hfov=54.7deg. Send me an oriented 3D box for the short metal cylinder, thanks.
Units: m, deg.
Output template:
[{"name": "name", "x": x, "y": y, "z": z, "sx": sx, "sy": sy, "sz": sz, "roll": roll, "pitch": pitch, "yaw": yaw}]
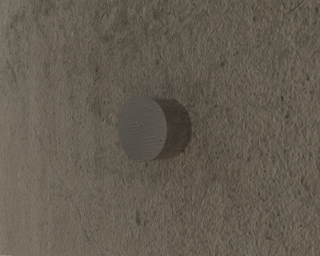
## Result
[{"name": "short metal cylinder", "x": -0.007, "y": 0.001, "z": 0.394, "sx": 0.080, "sy": 0.050, "sz": 0.079, "roll": 0, "pitch": 90, "yaw": 39}]
